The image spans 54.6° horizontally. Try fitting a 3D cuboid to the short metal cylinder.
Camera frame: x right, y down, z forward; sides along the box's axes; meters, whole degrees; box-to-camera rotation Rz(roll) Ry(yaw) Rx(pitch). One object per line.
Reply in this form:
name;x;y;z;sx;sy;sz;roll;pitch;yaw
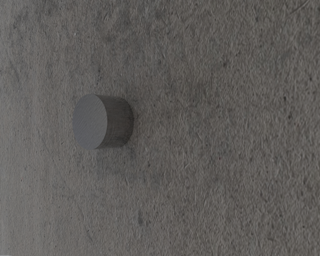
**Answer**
short metal cylinder;-0.085;-0.009;0.460;0.080;0.050;0.080;0;90;40
